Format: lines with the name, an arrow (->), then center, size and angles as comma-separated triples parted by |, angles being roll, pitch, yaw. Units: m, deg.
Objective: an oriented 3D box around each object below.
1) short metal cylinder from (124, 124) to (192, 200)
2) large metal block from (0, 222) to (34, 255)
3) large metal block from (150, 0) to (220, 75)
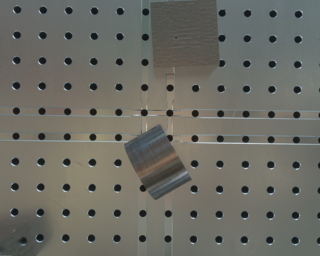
short metal cylinder -> -0.002, 0.042, 0.386 | 0.050, 0.080, 0.080 | -30, 90, 0
large metal block -> -0.216, 0.160, 0.384 | 0.080, 0.080, 0.050 | -10, 90, 0
large metal block -> 0.030, -0.115, 0.401 | 0.080, 0.050, 0.080 | -3, 90, 0
